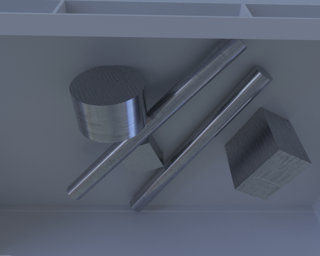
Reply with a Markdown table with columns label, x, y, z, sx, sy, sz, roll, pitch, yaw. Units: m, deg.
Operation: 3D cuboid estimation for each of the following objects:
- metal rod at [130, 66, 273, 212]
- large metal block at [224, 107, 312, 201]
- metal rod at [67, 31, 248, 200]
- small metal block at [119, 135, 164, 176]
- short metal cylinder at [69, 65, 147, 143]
| label | x | y | z | sx | sy | sz | roll | pitch | yaw |
| --- | --- | --- | --- | --- | --- | --- | --- | --- | --- |
| metal rod | 0.040 | 0.033 | 0.437 | 0.025 | 0.025 | 0.298 | 26 | 125 | -21 |
| large metal block | 0.135 | 0.034 | 0.404 | 0.050 | 0.080 | 0.080 | 22 | 127 | -18 |
| metal rod | -0.018 | -0.002 | 0.385 | 0.025 | 0.025 | 0.299 | 36 | 115 | -27 |
| small metal block | -0.028 | 0.036 | 0.440 | 0.050 | 0.025 | 0.050 | -18 | 128 | 14 |
| short metal cylinder | -0.056 | -0.029 | 0.348 | 0.081 | 0.080 | 0.050 | -1 | 130 | 0 |
